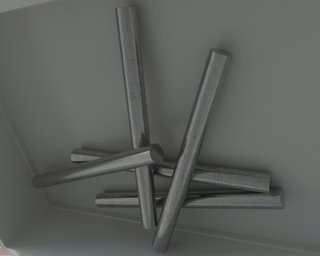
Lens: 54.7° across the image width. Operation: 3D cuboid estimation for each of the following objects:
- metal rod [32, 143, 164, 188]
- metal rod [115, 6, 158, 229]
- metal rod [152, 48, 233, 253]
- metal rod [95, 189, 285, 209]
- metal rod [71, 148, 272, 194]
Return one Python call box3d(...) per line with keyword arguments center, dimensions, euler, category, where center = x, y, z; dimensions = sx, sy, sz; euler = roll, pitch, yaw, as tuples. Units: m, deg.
box3d(center=(-0.113, 0.065, 0.472), dimensions=(0.299, 0.025, 0.025), euler=(-17, 110, 40), category="metal rod")
box3d(center=(-0.026, 0.004, 0.399), dimensions=(0.025, 0.025, 0.298), euler=(6, 115, 24), category="metal rod")
box3d(center=(0.032, 0.048, 0.393), dimensions=(0.025, 0.025, 0.298), euler=(22, 119, 14), category="metal rod")
box3d(center=(0.024, 0.106, 0.458), dimensions=(0.300, 0.025, 0.025), euler=(-8, 114, 31), category="metal rod")
box3d(center=(-0.001, 0.056, 0.441), dimensions=(0.301, 0.025, 0.025), euler=(5, 121, 25), category="metal rod")
